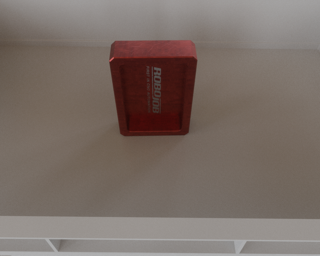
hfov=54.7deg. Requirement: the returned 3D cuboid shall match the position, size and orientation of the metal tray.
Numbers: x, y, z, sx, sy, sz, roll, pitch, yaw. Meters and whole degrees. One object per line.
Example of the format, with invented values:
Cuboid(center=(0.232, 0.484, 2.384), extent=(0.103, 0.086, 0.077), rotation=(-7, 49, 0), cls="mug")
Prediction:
Cuboid(center=(-0.007, -0.042, 0.372), extent=(0.091, 0.129, 0.030), rotation=(-1, 50, -1), cls="metal tray")
